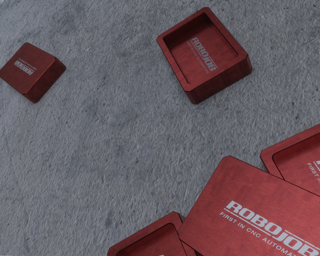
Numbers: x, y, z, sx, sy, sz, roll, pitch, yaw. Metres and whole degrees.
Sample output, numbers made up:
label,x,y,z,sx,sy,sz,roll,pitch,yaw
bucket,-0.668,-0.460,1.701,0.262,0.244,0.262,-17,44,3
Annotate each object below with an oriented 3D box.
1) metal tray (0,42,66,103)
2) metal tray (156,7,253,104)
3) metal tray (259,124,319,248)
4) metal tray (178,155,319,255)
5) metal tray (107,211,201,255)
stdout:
label,x,y,z,sx,sy,sz,roll,pitch,yaw
metal tray,-0.251,-0.111,0.600,0.130,0.030,0.090,30,78,37
metal tray,0.057,-0.105,0.435,0.090,0.030,0.130,-30,52,9
metal tray,0.161,0.060,0.278,0.090,0.030,0.130,-27,52,11
metal tray,0.091,0.089,0.259,0.130,0.030,0.090,25,75,36
metal tray,0.008,0.160,0.298,0.090,0.030,0.130,-32,52,7
